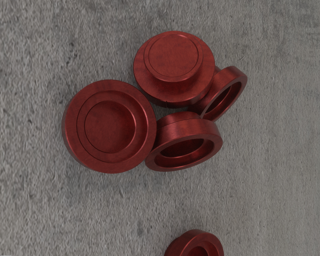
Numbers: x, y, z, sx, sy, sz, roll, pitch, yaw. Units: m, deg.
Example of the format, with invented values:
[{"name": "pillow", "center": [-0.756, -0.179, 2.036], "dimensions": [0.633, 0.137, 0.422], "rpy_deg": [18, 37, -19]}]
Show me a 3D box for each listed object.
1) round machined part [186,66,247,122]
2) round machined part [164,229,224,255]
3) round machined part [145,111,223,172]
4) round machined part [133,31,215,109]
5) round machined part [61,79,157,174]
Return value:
[{"name": "round machined part", "center": [0.071, -0.047, 0.430], "dimensions": [0.099, 0.097, 0.042], "rpy_deg": [-28, 64, -36]}, {"name": "round machined part", "center": [0.042, 0.189, 0.429], "dimensions": [0.099, 0.042, 0.097], "rpy_deg": [0, 90, -40]}, {"name": "round machined part", "center": [0.025, 0.015, 0.389], "dimensions": [0.099, 0.098, 0.042], "rpy_deg": [11, 51, -40]}, {"name": "round machined part", "center": [0.016, -0.076, 0.370], "dimensions": [0.042, 0.098, 0.098], "rpy_deg": [80, 30, -70]}, {"name": "round machined part", "center": [-0.057, -0.001, 0.337], "dimensions": [0.099, 0.042, 0.097], "rpy_deg": [2, 85, -27]}]
